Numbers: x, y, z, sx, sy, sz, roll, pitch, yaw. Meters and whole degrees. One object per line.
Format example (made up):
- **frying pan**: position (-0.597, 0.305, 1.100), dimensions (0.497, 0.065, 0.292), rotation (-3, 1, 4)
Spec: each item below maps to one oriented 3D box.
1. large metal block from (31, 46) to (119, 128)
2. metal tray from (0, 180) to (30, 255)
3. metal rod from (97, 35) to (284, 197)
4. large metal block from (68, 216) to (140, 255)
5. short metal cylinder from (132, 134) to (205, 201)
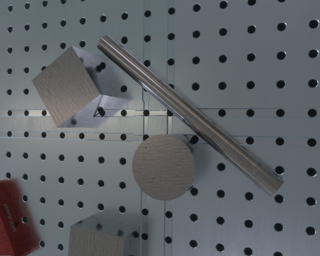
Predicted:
- **large metal block**: position (-0.121, -0.055, 0.442), dimensions (0.080, 0.050, 0.080), rotation (-34, 79, 16)
- **metal tray**: position (-0.278, 0.163, 0.508), dimensions (0.090, 0.030, 0.130), rotation (-28, 81, 17)
- **metal rod**: position (0.029, -0.025, 0.402), dimensions (0.300, 0.025, 0.025), rotation (42, 103, 15)
- **large metal block**: position (-0.077, 0.174, 0.427), dimensions (0.080, 0.050, 0.079), rotation (5, 92, 20)
- **short metal cylinder**: position (0.012, 0.047, 0.395), dimensions (0.080, 0.050, 0.080), rotation (0, 90, 20)
